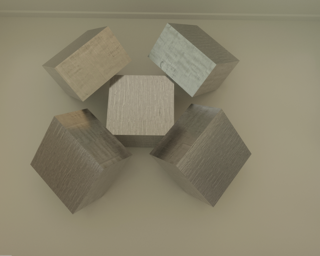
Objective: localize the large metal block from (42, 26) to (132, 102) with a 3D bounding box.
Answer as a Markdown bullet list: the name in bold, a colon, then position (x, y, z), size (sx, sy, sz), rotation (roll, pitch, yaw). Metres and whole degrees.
- **large metal block**: position (-0.096, -0.084, 0.400), size (0.080, 0.080, 0.050), rotation (-44, 119, -15)

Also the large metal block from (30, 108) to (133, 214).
- **large metal block**: position (-0.092, 0.037, 0.359), size (0.080, 0.050, 0.080), rotation (44, 120, 14)

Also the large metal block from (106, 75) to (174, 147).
- **large metal block**: position (-0.023, -0.021, 0.401), size (0.080, 0.050, 0.080), rotation (1, 70, 0)

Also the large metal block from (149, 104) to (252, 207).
- **large metal block**: position (0.049, 0.030, 0.361), size (0.080, 0.050, 0.080), rotation (-50, 122, -16)

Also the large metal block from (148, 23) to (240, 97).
- **large metal block**: position (0.046, -0.091, 0.406), size (0.080, 0.050, 0.081), rotation (45, 33, 15)
